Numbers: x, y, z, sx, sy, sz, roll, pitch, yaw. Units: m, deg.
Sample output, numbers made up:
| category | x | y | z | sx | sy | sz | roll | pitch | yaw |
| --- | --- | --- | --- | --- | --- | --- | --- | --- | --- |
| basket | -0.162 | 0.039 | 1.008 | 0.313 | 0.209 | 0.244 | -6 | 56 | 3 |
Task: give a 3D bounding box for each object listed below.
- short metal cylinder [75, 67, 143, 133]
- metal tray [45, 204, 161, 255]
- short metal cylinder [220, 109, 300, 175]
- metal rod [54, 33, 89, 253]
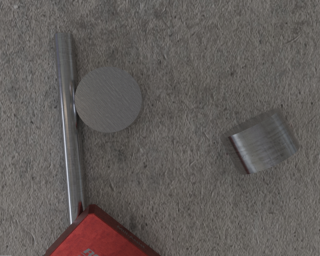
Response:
| category | x | y | z | sx | sy | sz | roll | pitch | yaw |
| --- | --- | --- | --- | --- | --- | --- | --- | --- | --- |
| short metal cylinder | -0.062 | -0.034 | 0.397 | 0.081 | 0.050 | 0.080 | 0 | 90 | 0 |
| metal tray | -0.068 | 0.171 | 0.393 | 0.130 | 0.030 | 0.090 | 43 | 90 | -13 |
| short metal cylinder | 0.122 | 0.016 | 0.384 | 0.080 | 0.080 | 0.050 | -28 | 90 | 0 |
| metal rod | -0.115 | 0.027 | 0.409 | 0.025 | 0.025 | 0.298 | -5 | 90 | 0 |
